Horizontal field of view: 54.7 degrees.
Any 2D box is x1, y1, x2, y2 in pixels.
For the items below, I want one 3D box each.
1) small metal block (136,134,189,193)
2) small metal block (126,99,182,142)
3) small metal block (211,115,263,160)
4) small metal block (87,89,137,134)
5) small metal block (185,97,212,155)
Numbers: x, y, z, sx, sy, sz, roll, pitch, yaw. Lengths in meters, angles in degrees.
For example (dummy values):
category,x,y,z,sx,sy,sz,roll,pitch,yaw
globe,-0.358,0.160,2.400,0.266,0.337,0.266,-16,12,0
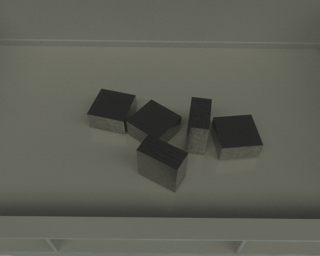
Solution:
category,x,y,z,sx,sy,sz,roll,pitch,yaw
small metal block,0.002,0.041,0.352,0.050,0.050,0.025,25,55,18
small metal block,-0.008,-0.004,0.405,0.050,0.025,0.050,32,56,23
small metal block,0.096,0.011,0.394,0.050,0.025,0.050,-4,50,-4
small metal block,-0.064,-0.023,0.421,0.050,0.025,0.050,12,51,9
small metal block,0.048,-0.003,0.390,0.025,0.050,0.050,8,51,5
